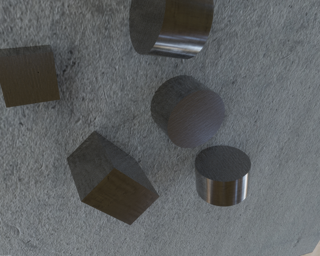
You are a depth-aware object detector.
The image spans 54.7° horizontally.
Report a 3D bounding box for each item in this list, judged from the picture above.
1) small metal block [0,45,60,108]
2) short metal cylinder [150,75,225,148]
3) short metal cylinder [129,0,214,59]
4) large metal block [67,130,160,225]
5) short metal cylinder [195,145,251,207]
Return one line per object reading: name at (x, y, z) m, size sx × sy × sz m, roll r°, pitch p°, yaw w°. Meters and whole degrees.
small metal block at (-0.130, -0.052, 0.304) m, size 0.050 × 0.025 × 0.050 m, roll -12°, pitch 124°, yaw -22°
short metal cylinder at (0.035, -0.021, 0.397) m, size 0.081 × 0.050 × 0.079 m, roll -14°, pitch 124°, yaw -21°
short metal cylinder at (0.008, -0.111, 0.307) m, size 0.050 × 0.080 × 0.079 m, roll -1°, pitch 119°, yaw -28°
large metal block at (-0.058, 0.060, 0.377) m, size 0.050 × 0.080 × 0.080 m, roll -46°, pitch 129°, yaw 3°
short metal cylinder at (0.094, 0.070, 0.466) m, size 0.081 × 0.080 × 0.050 m, roll -19°, pitch 126°, yaw -17°
